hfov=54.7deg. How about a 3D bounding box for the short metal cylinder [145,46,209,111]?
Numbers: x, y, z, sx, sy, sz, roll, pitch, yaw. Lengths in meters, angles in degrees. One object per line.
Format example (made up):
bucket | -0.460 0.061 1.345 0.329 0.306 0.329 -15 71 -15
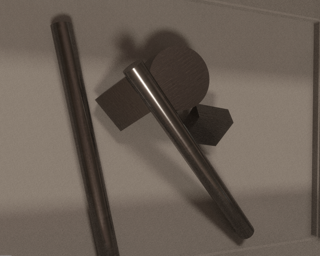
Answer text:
short metal cylinder | 0.017 -0.062 0.404 0.081 0.050 0.079 0 90 -21

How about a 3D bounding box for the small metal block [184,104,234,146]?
small metal block | 0.062 -0.003 0.420 0.050 0.050 0.025 9 45 -21

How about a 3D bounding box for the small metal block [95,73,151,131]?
small metal block | -0.042 -0.032 0.382 0.050 0.025 0.050 -32 104 24

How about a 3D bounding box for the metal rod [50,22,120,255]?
metal rod | -0.089 0.024 0.378 0.025 0.025 0.298 -12 94 -20

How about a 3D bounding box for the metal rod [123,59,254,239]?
metal rod | 0.049 0.043 0.399 0.025 0.025 0.299 -43 115 -15
